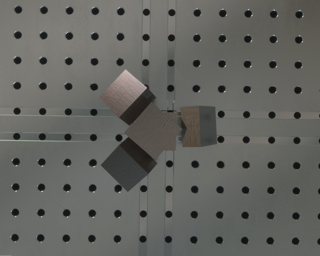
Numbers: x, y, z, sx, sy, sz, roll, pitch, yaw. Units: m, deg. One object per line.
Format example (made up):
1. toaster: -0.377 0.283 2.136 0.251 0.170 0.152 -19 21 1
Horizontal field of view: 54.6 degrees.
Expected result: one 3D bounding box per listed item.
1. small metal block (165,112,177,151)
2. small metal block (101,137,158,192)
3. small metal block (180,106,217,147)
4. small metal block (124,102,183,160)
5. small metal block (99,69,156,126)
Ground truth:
1. small metal block: -0.004 0.003 0.413 0.050 0.025 0.050 2 93 0
2. small metal block: -0.040 0.047 0.400 0.050 0.025 0.050 45 127 0
3. small metal block: 0.051 -0.002 0.398 0.025 0.050 0.050 -3 90 33
4. small metal block: -0.008 0.004 0.388 0.050 0.025 0.050 41 89 -1
5. small metal block: -0.042 -0.040 0.401 0.050 0.025 0.050 -47 54 0
